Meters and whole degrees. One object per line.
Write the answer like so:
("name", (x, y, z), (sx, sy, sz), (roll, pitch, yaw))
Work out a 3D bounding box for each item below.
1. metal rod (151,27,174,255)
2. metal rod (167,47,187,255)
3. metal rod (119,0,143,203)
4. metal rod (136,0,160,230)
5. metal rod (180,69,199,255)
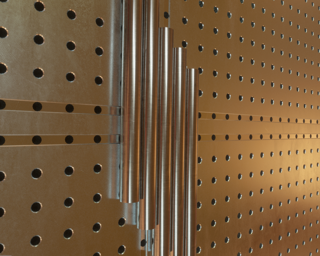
("metal rod", (0.004, 0.018, 0.413), (0.025, 0.025, 0.298), (2, 89, -40))
("metal rod", (0.022, 0.040, 0.429), (0.025, 0.025, 0.298), (2, 89, -40))
("metal rod", (-0.035, -0.060, 0.381), (0.025, 0.025, 0.298), (1, 89, -40))
("metal rod", (-0.015, -0.023, 0.397), (0.025, 0.025, 0.298), (2, 89, -40))
("metal rod", (0.041, 0.066, 0.445), (0.025, 0.025, 0.298), (2, 89, -40))
